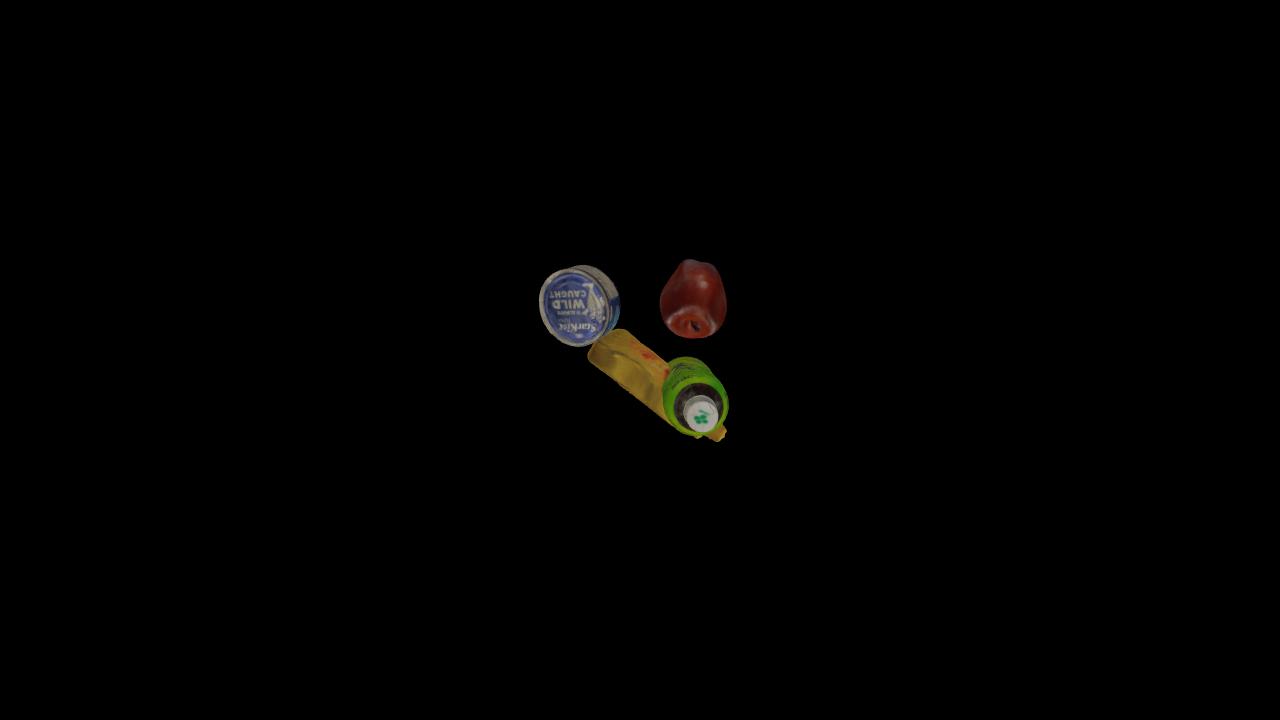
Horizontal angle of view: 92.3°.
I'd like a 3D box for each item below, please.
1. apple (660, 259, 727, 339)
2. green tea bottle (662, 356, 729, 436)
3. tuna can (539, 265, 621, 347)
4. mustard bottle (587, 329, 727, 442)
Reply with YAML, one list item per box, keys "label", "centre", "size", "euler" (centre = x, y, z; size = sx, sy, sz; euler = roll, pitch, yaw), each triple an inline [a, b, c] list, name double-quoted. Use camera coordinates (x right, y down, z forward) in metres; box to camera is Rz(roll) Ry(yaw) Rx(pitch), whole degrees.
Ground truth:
- label: "apple"
  centre: [0.063, -0.069, 0.707]
  size: [0.079, 0.093, 0.079]
  euler: [4, -34, 3]
- label: "green tea bottle"
  centre: [0.059, 0.040, 0.678]
  size: [0.073, 0.073, 0.212]
  euler: [0, 6, -2]
- label: "tuna can"
  centre: [-0.064, -0.058, 0.656]
  size: [0.084, 0.084, 0.034]
  euler: [0, 17, 25]
- label: "mustard bottle"
  centre: [0.028, 0.035, 0.736]
  size: [0.184, 0.054, 0.092]
  euler: [38, 13, 18]
